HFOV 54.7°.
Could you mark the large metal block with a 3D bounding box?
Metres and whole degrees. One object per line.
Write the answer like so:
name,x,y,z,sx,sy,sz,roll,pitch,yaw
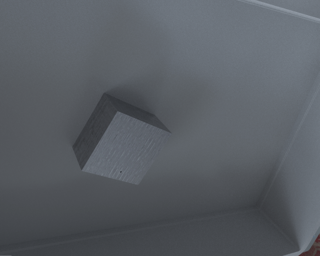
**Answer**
large metal block,-0.047,0.015,0.378,0.080,0.050,0.080,23,106,-37
